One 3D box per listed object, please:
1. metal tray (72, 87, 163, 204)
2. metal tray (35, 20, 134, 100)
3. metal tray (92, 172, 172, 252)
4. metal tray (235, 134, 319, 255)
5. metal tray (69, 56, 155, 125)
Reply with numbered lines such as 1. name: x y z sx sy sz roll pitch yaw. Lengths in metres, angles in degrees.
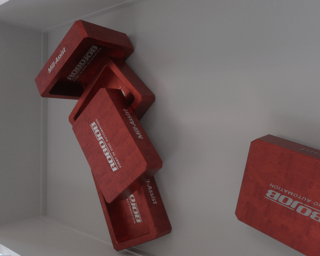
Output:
1. metal tray: -0.062 0.022 0.414 0.090 0.030 0.130 -45 64 30
2. metal tray: -0.112 -0.092 0.456 0.129 0.091 0.030 -40 66 33
3. metal tray: -0.045 0.098 0.440 0.090 0.030 0.130 -32 70 35
4. metal tray: 0.140 0.068 0.280 0.130 0.030 0.089 21 112 38
5. metal tray: -0.076 -0.028 0.458 0.090 0.030 0.129 50 119 20
